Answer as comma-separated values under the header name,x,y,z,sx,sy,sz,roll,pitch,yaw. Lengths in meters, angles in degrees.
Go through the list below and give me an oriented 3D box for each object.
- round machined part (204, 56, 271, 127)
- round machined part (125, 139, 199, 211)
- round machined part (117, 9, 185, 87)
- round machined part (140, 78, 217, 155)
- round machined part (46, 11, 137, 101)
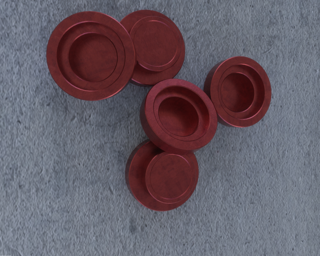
name,x,y,z,sx,sy,sz,roll,pitch,yaw
round machined part,0.105,-0.050,0.441,0.099,0.042,0.097,0,90,-21
round machined part,0.008,0.060,0.405,0.099,0.042,0.097,0,90,-21
round machined part,-0.012,-0.103,0.397,0.099,0.042,0.097,0,90,-21
round machined part,0.021,-0.011,0.399,0.099,0.042,0.098,9,64,-19
round machined part,-0.076,-0.081,0.362,0.099,0.042,0.097,0,97,1
